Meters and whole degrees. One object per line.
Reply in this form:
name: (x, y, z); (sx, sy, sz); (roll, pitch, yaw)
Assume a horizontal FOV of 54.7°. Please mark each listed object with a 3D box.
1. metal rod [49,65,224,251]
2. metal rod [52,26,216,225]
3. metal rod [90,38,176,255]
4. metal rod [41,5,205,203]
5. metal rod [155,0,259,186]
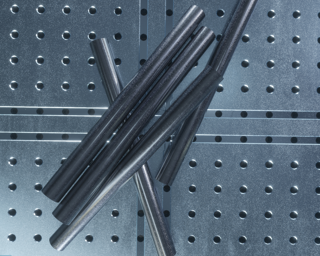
metal rod: (-0.034, 0.043, 0.387); (0.025, 0.025, 0.299); (43, 98, -1)
metal rod: (-0.026, -0.010, 0.390); (0.025, 0.025, 0.300); (38, 81, 0)
metal rod: (-0.036, 0.028, 0.412); (0.025, 0.025, 0.298); (-18, 90, 0)
metal rod: (-0.039, -0.037, 0.389); (0.025, 0.025, 0.300); (37, 80, 0)
metal rod: (0.068, -0.064, 0.414); (0.025, 0.025, 0.299); (25, 90, -1)
